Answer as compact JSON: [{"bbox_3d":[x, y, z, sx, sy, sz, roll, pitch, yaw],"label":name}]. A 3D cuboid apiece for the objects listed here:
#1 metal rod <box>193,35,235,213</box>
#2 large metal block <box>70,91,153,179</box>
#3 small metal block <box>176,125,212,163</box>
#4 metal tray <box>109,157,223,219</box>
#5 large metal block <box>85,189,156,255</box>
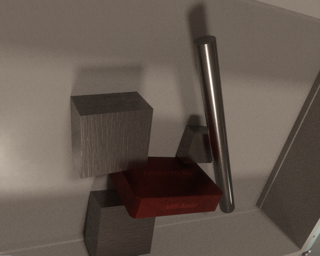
[{"bbox_3d":[0.082,0.018,0.433,0.025,0.025,0.298,-25,128,-13],"label":"metal rod"},{"bbox_3d":[-0.059,0.006,0.365,0.081,0.050,0.079,-7,122,-25],"label":"large metal block"},{"bbox_3d":[0.058,0.024,0.458,0.050,0.025,0.050,3,117,-30],"label":"small metal block"},{"bbox_3d":[0.008,0.075,0.419,0.131,0.090,0.030,4,116,-31],"label":"metal tray"},{"bbox_3d":[-0.055,0.133,0.434,0.081,0.050,0.079,2,103,-30],"label":"large metal block"}]
